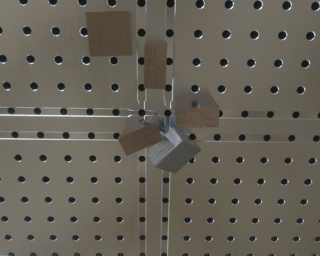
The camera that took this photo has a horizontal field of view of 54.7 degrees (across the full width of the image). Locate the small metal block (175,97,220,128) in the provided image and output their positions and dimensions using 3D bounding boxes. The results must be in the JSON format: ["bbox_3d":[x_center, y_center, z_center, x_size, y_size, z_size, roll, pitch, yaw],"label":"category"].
[{"bbox_3d":[0.045,-0.021,0.393,0.050,0.050,0.025,-2,110,0],"label":"small metal block"}]

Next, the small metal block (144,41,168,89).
[{"bbox_3d":[-0.005,-0.077,0.372,0.025,0.050,0.050,2,110,-1],"label":"small metal block"}]

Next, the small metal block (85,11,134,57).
[{"bbox_3d":[-0.059,-0.113,0.371,0.050,0.025,0.050,-2,110,0],"label":"small metal block"}]

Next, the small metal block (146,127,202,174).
[{"bbox_3d":[0.019,0.031,0.412,0.050,0.025,0.050,-45,144,14],"label":"small metal block"}]

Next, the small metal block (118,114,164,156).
[{"bbox_3d":[-0.023,0.008,0.401,0.050,0.050,0.025,-23,102,8],"label":"small metal block"}]
